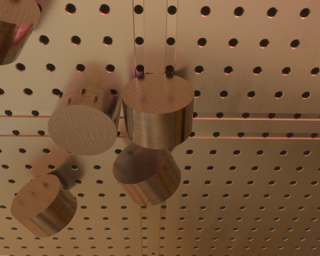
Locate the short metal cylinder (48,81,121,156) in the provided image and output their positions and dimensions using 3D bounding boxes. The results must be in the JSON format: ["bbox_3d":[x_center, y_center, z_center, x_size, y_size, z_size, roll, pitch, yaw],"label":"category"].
[{"bbox_3d":[-0.091,-0.011,0.384,0.081,0.050,0.079,-1,130,0],"label":"short metal cylinder"}]

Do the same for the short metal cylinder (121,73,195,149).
[{"bbox_3d":[-0.002,-0.021,0.358,0.081,0.080,0.050,-1,130,0],"label":"short metal cylinder"}]

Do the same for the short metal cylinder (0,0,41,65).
[{"bbox_3d":[-0.160,-0.104,0.284,0.080,0.080,0.050,30,124,-24],"label":"short metal cylinder"}]

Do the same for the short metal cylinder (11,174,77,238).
[{"bbox_3d":[-0.176,0.118,0.473,0.080,0.080,0.050,-15,129,12],"label":"short metal cylinder"}]

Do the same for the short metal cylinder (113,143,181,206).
[{"bbox_3d":[-0.017,0.059,0.426,0.080,0.080,0.050,-17,128,14],"label":"short metal cylinder"}]
